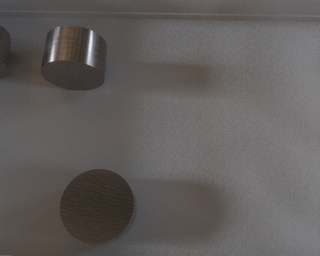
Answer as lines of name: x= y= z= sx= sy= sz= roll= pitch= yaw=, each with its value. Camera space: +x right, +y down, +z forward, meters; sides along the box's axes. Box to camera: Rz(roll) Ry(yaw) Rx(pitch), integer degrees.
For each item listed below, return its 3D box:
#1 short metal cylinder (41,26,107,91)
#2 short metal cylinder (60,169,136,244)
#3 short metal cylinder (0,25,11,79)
short metal cylinder: x=-0.113 y=-0.090 z=0.412 sx=0.081 sy=0.080 sz=0.050 roll=1 pitch=70 yaw=0
short metal cylinder: x=-0.069 y=0.092 z=0.362 sx=0.081 sy=0.050 sz=0.080 roll=0 pitch=70 yaw=0
short metal cylinder: x=-0.247 y=-0.105 z=0.416 sx=0.081 sy=0.080 sz=0.050 roll=-3 pitch=70 yaw=-2
